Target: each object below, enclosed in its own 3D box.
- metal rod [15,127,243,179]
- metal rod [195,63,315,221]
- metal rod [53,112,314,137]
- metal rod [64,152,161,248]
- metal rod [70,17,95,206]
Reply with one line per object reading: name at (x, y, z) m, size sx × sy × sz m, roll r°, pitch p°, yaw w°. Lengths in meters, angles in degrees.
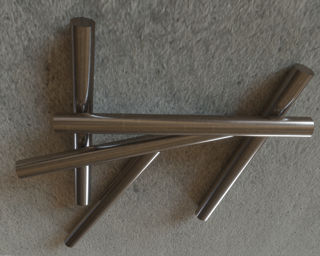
metal rod at (-0.034, 0.025, 0.404) m, size 0.302 × 0.025 × 0.025 m, roll -11°, pitch 130°, yaw 0°
metal rod at (0.119, 0.041, 0.444) m, size 0.025 × 0.025 × 0.298 m, roll 14°, pitch 129°, yaw -12°
metal rod at (0.029, -0.004, 0.370) m, size 0.302 × 0.025 × 0.025 m, roll 1°, pitch 130°, yaw -2°
metal rod at (-0.088, 0.119, 0.507) m, size 0.025 × 0.025 × 0.298 m, roll 26°, pitch 125°, yaw -21°
metal rod at (-0.102, 0.005, 0.409) m, size 0.025 × 0.025 × 0.298 m, roll 7°, pitch 130°, yaw -6°
